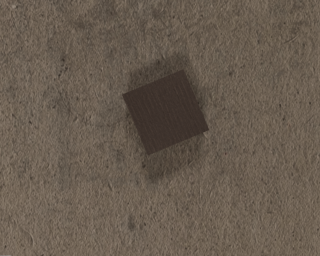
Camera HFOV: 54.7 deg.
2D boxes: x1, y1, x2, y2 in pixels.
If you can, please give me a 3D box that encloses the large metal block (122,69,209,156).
[{"bbox_3d":[0.007,-0.019,0.398,0.080,0.050,0.080,-23,90,-1],"label":"large metal block"}]
